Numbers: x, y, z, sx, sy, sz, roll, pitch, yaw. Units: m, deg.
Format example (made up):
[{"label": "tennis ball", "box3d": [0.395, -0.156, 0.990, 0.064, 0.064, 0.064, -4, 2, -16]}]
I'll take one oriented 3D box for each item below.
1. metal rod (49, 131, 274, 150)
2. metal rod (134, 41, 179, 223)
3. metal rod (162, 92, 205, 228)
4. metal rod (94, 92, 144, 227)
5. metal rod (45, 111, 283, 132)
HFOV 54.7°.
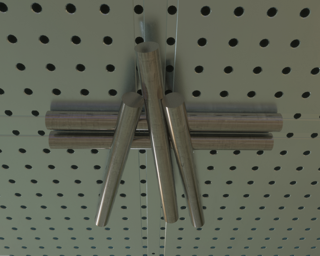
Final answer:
[{"label": "metal rod", "box3d": [0.003, 0.018, 0.427, 0.302, 0.025, 0.025, 1, 130, -1]}, {"label": "metal rod", "box3d": [0.002, 0.031, 0.406, 0.025, 0.025, 0.298, -5, 130, 4]}, {"label": "metal rod", "box3d": [0.041, 0.068, 0.446, 0.025, 0.025, 0.299, -8, 137, 6]}, {"label": "metal rod", "box3d": [-0.066, 0.067, 0.443, 0.025, 0.025, 0.298, 11, 136, -10]}, {"label": "metal rod", "box3d": [0.006, -0.009, 0.405, 0.302, 0.025, 0.025, 1, 130, -1]}]
